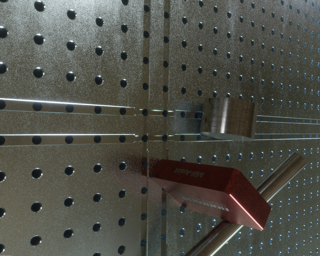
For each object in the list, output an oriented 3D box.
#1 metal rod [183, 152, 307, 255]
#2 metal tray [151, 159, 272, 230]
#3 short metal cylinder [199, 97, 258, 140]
[{"bbox_3d":[0.084,0.139,0.415,0.301,0.025,0.025,-40,117,-10],"label":"metal rod"},{"bbox_3d":[0.061,0.082,0.395,0.090,0.130,0.030,46,62,-31],"label":"metal tray"},{"bbox_3d":[0.102,-0.011,0.461,0.081,0.080,0.050,14,81,-40],"label":"short metal cylinder"}]
